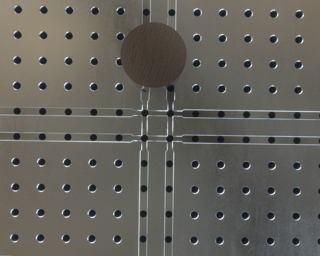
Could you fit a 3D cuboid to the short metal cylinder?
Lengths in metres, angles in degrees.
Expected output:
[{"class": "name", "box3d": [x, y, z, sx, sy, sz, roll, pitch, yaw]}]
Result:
[{"class": "short metal cylinder", "box3d": [-0.008, -0.089, 0.401, 0.080, 0.050, 0.080, 0, 90, 0]}]
